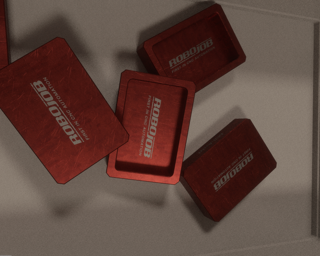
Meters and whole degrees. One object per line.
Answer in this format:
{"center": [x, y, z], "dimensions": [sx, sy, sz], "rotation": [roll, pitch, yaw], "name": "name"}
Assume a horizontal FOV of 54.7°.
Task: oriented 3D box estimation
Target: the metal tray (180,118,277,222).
{"center": [0.097, 0.057, 0.445], "dimensions": [0.131, 0.030, 0.090], "rotation": [-38, 103, -16], "name": "metal tray"}

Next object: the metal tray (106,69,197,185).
{"center": [-0.012, 0.000, 0.384], "dimensions": [0.091, 0.030, 0.129], "rotation": [9, 97, -9], "name": "metal tray"}

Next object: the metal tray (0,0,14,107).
{"center": [-0.211, -0.085, 0.330], "dimensions": [0.091, 0.030, 0.129], "rotation": [-4, 92, -20], "name": "metal tray"}

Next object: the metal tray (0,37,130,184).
{"center": [-0.105, -0.018, 0.331], "dimensions": [0.090, 0.030, 0.130], "rotation": [-35, 102, -10], "name": "metal tray"}

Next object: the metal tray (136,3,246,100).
{"center": [0.046, -0.101, 0.425], "dimensions": [0.131, 0.030, 0.090], "rotation": [-33, 101, -17], "name": "metal tray"}
